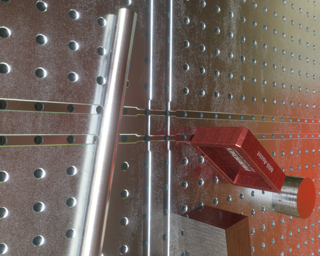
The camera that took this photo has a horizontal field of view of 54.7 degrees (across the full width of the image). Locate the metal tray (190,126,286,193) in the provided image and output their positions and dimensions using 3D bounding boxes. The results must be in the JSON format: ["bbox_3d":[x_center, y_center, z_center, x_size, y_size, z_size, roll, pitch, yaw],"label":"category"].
[{"bbox_3d":[0.118,0.047,0.465,0.130,0.090,0.030,44,64,-31],"label":"metal tray"}]

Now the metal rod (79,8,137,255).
[{"bbox_3d":[-0.060,0.009,0.358,0.025,0.025,0.298,13,82,-39],"label":"metal rod"}]

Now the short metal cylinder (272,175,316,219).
[{"bbox_3d":[0.267,0.135,0.617,0.081,0.050,0.079,0,90,-40],"label":"short metal cylinder"}]

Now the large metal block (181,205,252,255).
[{"bbox_3d":[0.080,0.163,0.441,0.050,0.080,0.079,-12,98,-40],"label":"large metal block"}]
